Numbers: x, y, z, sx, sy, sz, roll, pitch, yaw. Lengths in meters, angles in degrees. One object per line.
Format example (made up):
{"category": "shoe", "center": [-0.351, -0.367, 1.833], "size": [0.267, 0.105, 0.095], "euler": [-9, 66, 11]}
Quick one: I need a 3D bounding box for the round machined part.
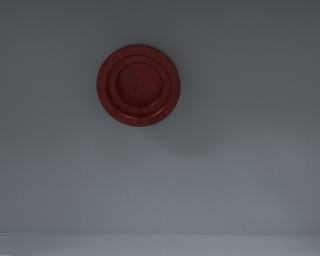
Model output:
{"category": "round machined part", "center": [-0.025, -0.054, 0.382], "size": [0.099, 0.042, 0.097], "euler": [0, 110, 0]}
